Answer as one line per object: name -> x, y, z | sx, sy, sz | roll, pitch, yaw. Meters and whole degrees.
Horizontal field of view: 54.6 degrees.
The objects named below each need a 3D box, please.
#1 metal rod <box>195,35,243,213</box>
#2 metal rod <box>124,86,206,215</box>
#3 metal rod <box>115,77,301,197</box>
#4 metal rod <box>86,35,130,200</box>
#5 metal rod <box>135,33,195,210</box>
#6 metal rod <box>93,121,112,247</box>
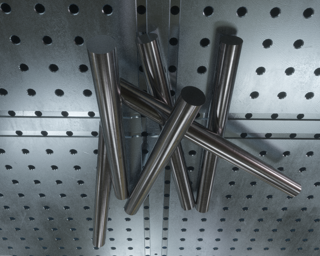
metal rod -> 0.074, 0.020, 0.428 | 0.025, 0.025, 0.298 | 1, 130, -1
metal rod -> -0.008, 0.053, 0.412 | 0.025, 0.025, 0.298 | 12, 143, -10
metal rod -> 0.074, 0.022, 0.396 | 0.301, 0.025, 0.025 | 29, 124, -22
metal rod -> -0.055, 0.017, 0.380 | 0.025, 0.025, 0.299 | 2, 144, -2
metal rod -> 0.016, 0.016, 0.424 | 0.025, 0.025, 0.299 | -9, 130, 8
metal rod -> -0.092, 0.106, 0.500 | 0.025, 0.025, 0.298 | 7, 130, -6
